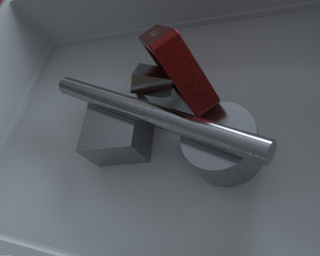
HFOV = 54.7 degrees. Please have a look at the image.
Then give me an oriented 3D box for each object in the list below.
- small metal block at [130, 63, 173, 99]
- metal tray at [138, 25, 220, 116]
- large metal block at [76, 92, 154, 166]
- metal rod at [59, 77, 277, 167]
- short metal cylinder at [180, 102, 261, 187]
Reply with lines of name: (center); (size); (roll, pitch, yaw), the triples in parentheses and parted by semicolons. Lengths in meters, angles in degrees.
small metal block: (-0.008, -0.062, 0.401); (0.050, 0.025, 0.050); (9, 27, 3)
metal tray: (0.018, -0.073, 0.365); (0.030, 0.090, 0.130); (-35, 22, 4)
large metal block: (-0.056, 0.002, 0.415); (0.080, 0.050, 0.080); (-7, 59, 24)
metal rod: (-0.018, -0.019, 0.358); (0.300, 0.025, 0.025); (20, 72, 35)
short metal cylinder: (0.069, 0.018, 0.340); (0.080, 0.050, 0.080); (-13, 56, 20)
